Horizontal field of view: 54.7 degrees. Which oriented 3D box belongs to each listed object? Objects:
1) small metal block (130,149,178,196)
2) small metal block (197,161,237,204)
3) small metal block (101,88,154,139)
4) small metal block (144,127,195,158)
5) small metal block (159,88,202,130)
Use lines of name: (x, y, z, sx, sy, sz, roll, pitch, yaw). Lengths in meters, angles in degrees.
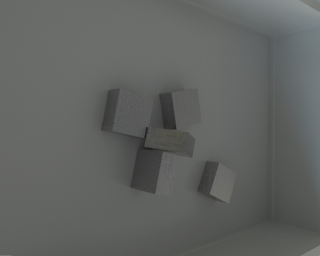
small metal block: (-0.008, 0.054, 0.386, 0.025, 0.050, 0.050, 17, 79, -39)
small metal block: (0.091, 0.085, 0.486, 0.050, 0.025, 0.050, 32, 70, -36)
small metal block: (-0.039, -0.016, 0.376, 0.050, 0.025, 0.050, 15, 80, -39)
small metal block: (0.014, 0.019, 0.392, 0.050, 0.050, 0.025, 36, 63, -70)
small metal block: (0.029, -0.027, 0.433, 0.050, 0.025, 0.050, -14, 99, -39)
